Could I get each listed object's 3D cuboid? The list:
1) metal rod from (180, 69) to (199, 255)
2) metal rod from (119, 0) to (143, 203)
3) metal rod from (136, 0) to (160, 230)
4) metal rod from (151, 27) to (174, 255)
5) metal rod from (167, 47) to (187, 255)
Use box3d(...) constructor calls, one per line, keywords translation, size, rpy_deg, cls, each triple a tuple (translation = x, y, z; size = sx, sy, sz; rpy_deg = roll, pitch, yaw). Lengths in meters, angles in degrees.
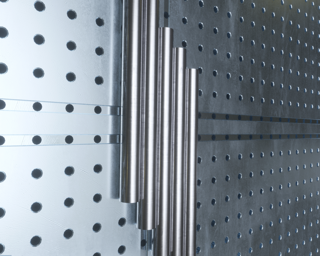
box3d(translation=(0.041, 0.066, 0.445), size=(0.025, 0.025, 0.298), rpy_deg=(2, 89, -40), cls="metal rod")
box3d(translation=(-0.035, -0.060, 0.381), size=(0.025, 0.025, 0.298), rpy_deg=(1, 89, -40), cls="metal rod")
box3d(translation=(-0.015, -0.023, 0.397), size=(0.025, 0.025, 0.298), rpy_deg=(2, 89, -40), cls="metal rod")
box3d(translation=(0.004, 0.018, 0.413), size=(0.025, 0.025, 0.298), rpy_deg=(2, 89, -40), cls="metal rod")
box3d(translation=(0.022, 0.040, 0.429), size=(0.025, 0.025, 0.298), rpy_deg=(2, 89, -40), cls="metal rod")
